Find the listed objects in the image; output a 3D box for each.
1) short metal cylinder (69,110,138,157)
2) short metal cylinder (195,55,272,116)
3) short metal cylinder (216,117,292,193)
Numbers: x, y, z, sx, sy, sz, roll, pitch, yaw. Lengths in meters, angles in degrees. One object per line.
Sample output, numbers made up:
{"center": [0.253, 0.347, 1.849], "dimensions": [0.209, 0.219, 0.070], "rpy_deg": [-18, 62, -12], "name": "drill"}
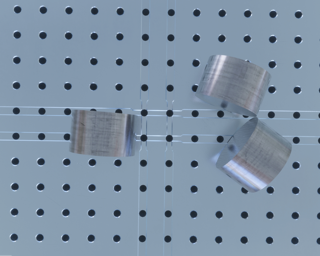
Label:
{"center": [-0.070, 0.006, 0.385], "dimensions": [0.081, 0.080, 0.050], "rpy_deg": [5, 90, 0], "name": "short metal cylinder"}
{"center": [0.090, -0.051, 0.386], "dimensions": [0.080, 0.080, 0.050], "rpy_deg": [21, 90, 0], "name": "short metal cylinder"}
{"center": [0.115, 0.033, 0.387], "dimensions": [0.050, 0.080, 0.080], "rpy_deg": [37, 90, 0], "name": "short metal cylinder"}
